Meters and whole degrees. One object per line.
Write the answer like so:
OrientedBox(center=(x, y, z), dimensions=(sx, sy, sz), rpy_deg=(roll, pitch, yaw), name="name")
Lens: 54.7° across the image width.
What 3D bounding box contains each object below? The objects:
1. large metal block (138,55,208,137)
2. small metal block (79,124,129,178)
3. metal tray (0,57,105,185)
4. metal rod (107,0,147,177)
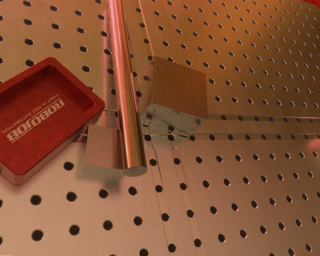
OrientedBox(center=(0.017, -0.042, 0.427), dimensions=(0.081, 0.050, 0.080), rpy_deg=(16, 55, -20), name="large metal block")
OrientedBox(center=(-0.063, 0.027, 0.358), dimensions=(0.050, 0.025, 0.050), rpy_deg=(12, 57, -22), name="small metal block")
OrientedBox(center=(-0.136, -0.014, 0.339), dimensions=(0.090, 0.030, 0.131), rpy_deg=(42, 51, 0), name="metal tray")
OrientedBox(center=(-0.049, -0.077, 0.408), dimensions=(0.025, 0.025, 0.299), rpy_deg=(7, 52, -25), name="metal rod")
